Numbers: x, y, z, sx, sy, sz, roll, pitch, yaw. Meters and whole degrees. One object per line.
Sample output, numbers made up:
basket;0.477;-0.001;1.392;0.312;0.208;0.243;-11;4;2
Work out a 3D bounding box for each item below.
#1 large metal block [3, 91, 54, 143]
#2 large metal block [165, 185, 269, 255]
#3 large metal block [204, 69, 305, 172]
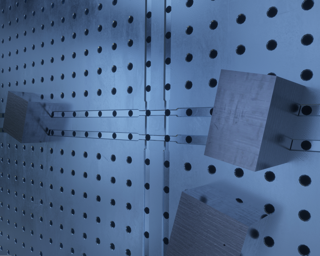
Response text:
large metal block;-0.257;-0.022;0.601;0.080;0.050;0.079;23;104;37
large metal block;0.061;0.119;0.342;0.080;0.050;0.079;22;104;37
large metal block;0.092;-0.008;0.297;0.050;0.081;0.079;17;101;38
